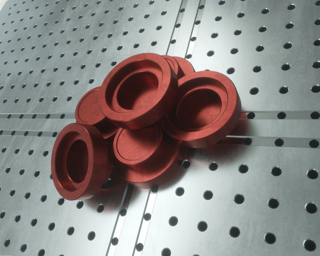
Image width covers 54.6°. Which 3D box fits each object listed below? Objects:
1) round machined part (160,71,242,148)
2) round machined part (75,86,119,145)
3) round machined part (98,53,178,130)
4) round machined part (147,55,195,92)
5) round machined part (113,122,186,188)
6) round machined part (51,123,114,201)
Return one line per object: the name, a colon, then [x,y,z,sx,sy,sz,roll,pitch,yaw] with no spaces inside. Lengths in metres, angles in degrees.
round machined part: [0.051,-0.019,0.382,0.098,0.042,0.098,-13,56,21]
round machined part: [-0.085,-0.023,0.457,0.098,0.042,0.098,-13,56,21]
round machined part: [-0.023,-0.041,0.380,0.098,0.042,0.098,-13,56,21]
round machined part: [0.002,-0.063,0.436,0.098,0.042,0.098,-13,56,21]
round machined part: [-0.020,0.023,0.394,0.098,0.042,0.098,-13,56,21]
round machined part: [-0.099,0.044,0.407,0.098,0.042,0.098,-6,80,41]
